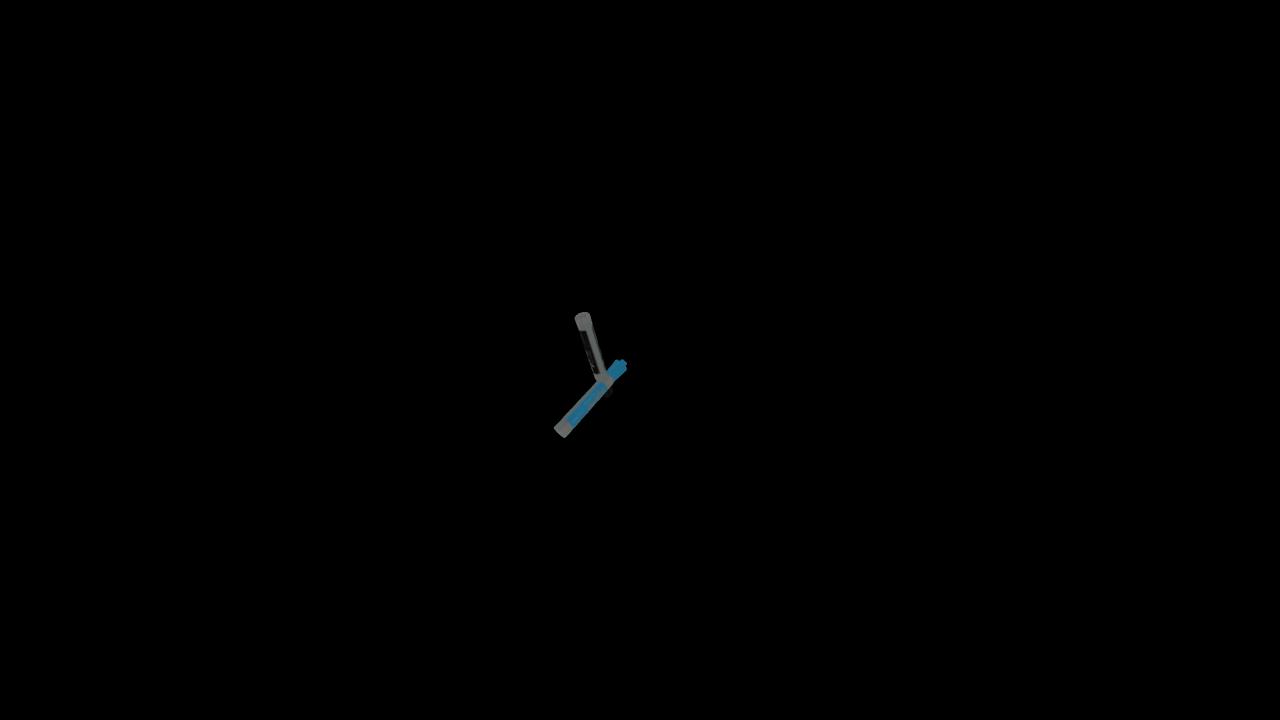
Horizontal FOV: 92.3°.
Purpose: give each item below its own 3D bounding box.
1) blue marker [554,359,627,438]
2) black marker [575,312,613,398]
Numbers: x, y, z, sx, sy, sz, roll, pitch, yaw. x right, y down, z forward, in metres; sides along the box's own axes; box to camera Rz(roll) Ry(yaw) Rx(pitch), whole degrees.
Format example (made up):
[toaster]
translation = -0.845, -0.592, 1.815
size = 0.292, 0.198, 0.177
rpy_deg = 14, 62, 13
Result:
[blue marker]
translation = -0.058, 0.044, 0.748
size = 0.020, 0.121, 0.020
rpy_deg = 36, -20, 16
[black marker]
translation = -0.055, -0.003, 0.752
size = 0.020, 0.121, 0.020
rpy_deg = -10, 33, 7
